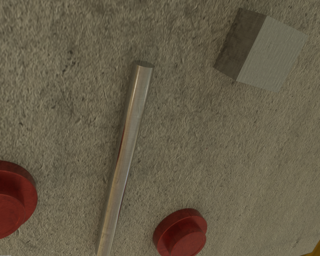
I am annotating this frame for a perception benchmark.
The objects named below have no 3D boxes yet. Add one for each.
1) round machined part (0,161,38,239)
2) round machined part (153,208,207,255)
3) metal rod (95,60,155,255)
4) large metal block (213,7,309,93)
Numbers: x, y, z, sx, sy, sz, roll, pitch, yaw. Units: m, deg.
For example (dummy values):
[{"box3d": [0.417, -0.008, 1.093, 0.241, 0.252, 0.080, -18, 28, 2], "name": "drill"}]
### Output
[{"box3d": [-0.190, 0.088, 0.347, 0.099, 0.042, 0.097, -14, 124, -21], "name": "round machined part"}, {"box3d": [0.041, 0.191, 0.536, 0.099, 0.042, 0.097, -14, 124, -21], "name": "round machined part"}, {"box3d": [-0.053, 0.058, 0.414, 0.025, 0.025, 0.298, 0, 118, -29], "name": "metal rod"}, {"box3d": [0.129, -0.098, 0.400, 0.081, 0.050, 0.079, 9, 114, -32], "name": "large metal block"}]
